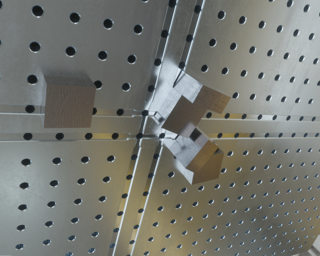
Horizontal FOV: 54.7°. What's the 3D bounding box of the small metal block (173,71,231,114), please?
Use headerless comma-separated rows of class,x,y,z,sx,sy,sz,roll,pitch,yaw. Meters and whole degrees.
small metal block,0.054,-0.046,0.398,0.050,0.050,0.025,17,110,-35

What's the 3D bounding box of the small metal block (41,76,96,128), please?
small metal block,-0.101,-0.028,0.340,0.050,0.025,0.050,-1,119,-29

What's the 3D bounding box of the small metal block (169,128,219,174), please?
small metal block,0.047,0.028,0.440,0.025,0.050,0.050,31,101,-38

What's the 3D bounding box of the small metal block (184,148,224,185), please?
small metal block,0.068,0.057,0.486,0.050,0.025,0.050,-9,122,-24

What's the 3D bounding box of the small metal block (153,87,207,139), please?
small metal block,0.028,-0.019,0.416,0.050,0.025,0.050,22,106,-37
